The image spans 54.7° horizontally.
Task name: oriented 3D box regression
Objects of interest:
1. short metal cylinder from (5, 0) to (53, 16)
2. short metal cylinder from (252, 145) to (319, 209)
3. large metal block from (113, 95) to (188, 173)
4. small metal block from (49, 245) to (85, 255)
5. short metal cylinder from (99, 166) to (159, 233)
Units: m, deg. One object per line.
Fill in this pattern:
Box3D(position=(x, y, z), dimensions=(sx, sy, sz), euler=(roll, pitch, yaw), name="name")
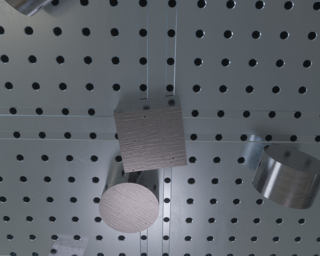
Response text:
Box3D(position=(-0.142, -0.166, 0.322), dimensions=(0.050, 0.080, 0.080), euler=(-32, 107, 11), name="short metal cylinder")
Box3D(position=(0.169, 0.062, 0.409), dimensions=(0.081, 0.080, 0.050), euler=(11, 110, -4), name="short metal cylinder")
Box3D(position=(-0.010, 0.007, 0.402), dimensions=(0.080, 0.050, 0.079), euler=(-7, 110, 2), name="large metal block")
Box3D(position=(-0.150, 0.218, 0.492), dimensions=(0.050, 0.025, 0.050), euler=(10, 110, -4), name="small metal block")
Box3D(position=(-0.041, 0.099, 0.436), dimensions=(0.081, 0.050, 0.079), euler=(0, 110, 0), name="short metal cylinder")
